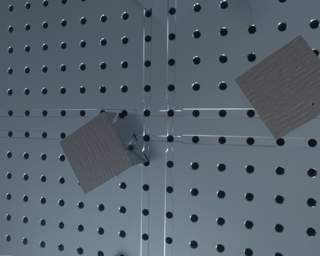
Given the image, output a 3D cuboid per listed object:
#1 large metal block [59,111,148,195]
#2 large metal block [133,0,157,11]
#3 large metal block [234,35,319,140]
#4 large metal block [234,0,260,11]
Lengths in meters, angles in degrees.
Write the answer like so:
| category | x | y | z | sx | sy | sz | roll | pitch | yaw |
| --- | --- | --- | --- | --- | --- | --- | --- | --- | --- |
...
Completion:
| category | x | y | z | sx | sy | sz | roll | pitch | yaw |
| --- | --- | --- | --- | --- | --- | --- | --- | --- | --- |
| large metal block | -0.077 | 0.033 | 0.427 | 0.080 | 0.050 | 0.080 | -32 | 80 | 17 |
| large metal block | -0.025 | -0.209 | 0.393 | 0.050 | 0.080 | 0.080 | 38 | 102 | 16 |
| large metal block | 0.143 | -0.042 | 0.349 | 0.080 | 0.050 | 0.080 | -35 | 79 | 17 |
| large metal block | 0.105 | -0.192 | 0.346 | 0.050 | 0.080 | 0.080 | 39 | 102 | 16 |
